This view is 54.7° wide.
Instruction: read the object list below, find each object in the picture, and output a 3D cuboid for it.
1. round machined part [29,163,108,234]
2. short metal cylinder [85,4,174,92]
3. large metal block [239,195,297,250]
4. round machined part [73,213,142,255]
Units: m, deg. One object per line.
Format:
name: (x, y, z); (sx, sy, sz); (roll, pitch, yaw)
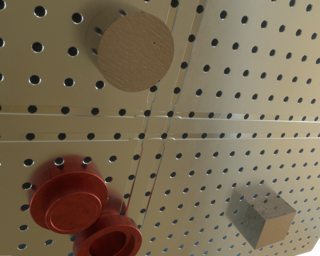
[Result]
round machined part: (-0.114, 0.096, 0.398); (0.099, 0.042, 0.097); (-14, 124, -21)
short metal cylinder: (-0.032, -0.084, 0.325); (0.081, 0.050, 0.079); (-14, 124, -21)
large metal block: (0.219, 0.192, 0.633); (0.081, 0.050, 0.079); (-7, 122, -25)
round machined part: (-0.080, 0.166, 0.459); (0.099, 0.042, 0.097); (-14, 124, -21)
